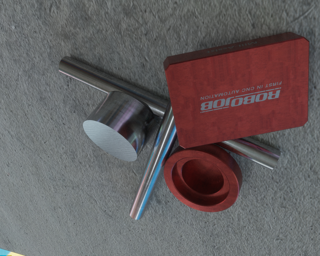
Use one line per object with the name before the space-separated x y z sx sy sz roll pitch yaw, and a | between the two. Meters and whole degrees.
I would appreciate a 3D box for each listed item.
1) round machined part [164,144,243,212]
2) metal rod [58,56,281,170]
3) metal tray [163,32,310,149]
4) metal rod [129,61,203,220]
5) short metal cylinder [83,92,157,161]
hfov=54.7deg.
round machined part | 0.058 0.058 0.403 0.098 0.042 0.097 13 124 21
metal rod | 0.002 -0.024 0.393 0.301 0.025 0.025 25 127 12
metal tray | 0.076 -0.036 0.307 0.131 0.030 0.089 -11 116 2
metal rod | -0.003 0.041 0.412 0.025 0.025 0.298 29 135 9
short metal cylinder | -0.051 -0.001 0.402 0.080 0.050 0.080 25 151 15
